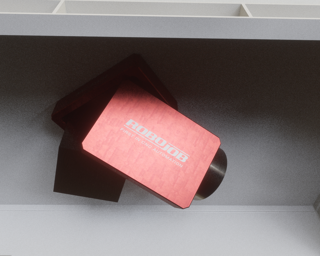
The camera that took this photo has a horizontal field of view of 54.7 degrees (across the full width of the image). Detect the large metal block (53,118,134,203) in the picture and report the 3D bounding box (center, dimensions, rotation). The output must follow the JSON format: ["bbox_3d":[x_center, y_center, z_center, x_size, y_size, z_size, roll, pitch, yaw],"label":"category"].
[{"bbox_3d":[-0.081,0.042,0.383,0.081,0.050,0.079,13,129,-11],"label":"large metal block"}]

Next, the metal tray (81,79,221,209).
[{"bbox_3d":[-0.008,0.019,0.342,0.130,0.090,0.030,32,162,-8],"label":"metal tray"}]

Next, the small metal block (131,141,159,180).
[{"bbox_3d":[-0.026,0.048,0.448,0.050,0.025,0.050,-23,127,18],"label":"small metal block"}]

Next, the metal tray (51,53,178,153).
[{"bbox_3d":[-0.055,-0.022,0.384,0.130,0.030,0.090,-27,126,21],"label":"metal tray"}]

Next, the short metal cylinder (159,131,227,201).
[{"bbox_3d":[0.042,0.050,0.415,0.050,0.080,0.080,32,123,-25],"label":"short metal cylinder"}]
